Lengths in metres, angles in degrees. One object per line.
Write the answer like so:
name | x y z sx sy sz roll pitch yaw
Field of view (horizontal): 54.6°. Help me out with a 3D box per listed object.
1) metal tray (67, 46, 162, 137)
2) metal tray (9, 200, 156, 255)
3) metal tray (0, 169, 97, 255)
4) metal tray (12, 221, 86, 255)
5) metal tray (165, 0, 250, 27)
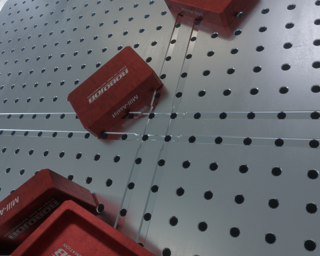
metal tray | -0.073 -0.059 0.481 0.130 0.030 0.090 -40 51 1
metal tray | -0.075 0.142 0.313 0.130 0.030 0.090 26 49 20
metal tray | -0.156 0.114 0.379 0.130 0.090 0.030 -38 51 2
metal tray | -0.110 0.175 0.349 0.090 0.030 0.130 -42 56 -1
metal tray | 0.079 -0.219 0.498 0.130 0.030 0.090 34 80 38
